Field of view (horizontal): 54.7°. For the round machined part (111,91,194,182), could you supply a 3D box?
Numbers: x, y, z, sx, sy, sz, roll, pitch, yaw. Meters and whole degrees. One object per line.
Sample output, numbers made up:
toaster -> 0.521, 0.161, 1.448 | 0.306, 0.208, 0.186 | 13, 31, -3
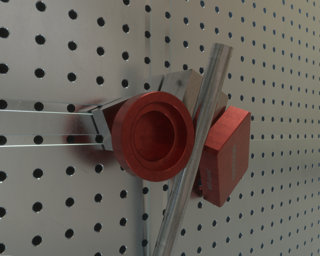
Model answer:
round machined part -> -0.011, 0.009, 0.349 | 0.099, 0.042, 0.097 | -1, 91, -37

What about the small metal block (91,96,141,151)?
small metal block -> -0.046, -0.006, 0.367 | 0.050, 0.025, 0.050 | -28, 108, -37

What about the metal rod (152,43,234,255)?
metal rod -> 0.035, 0.047, 0.383 | 0.025, 0.025, 0.298 | 8, 101, -40

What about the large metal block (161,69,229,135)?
large metal block -> 0.041, -0.023, 0.424 | 0.080, 0.050, 0.080 | 29, 72, -37

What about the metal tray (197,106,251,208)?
metal tray -> 0.095, 0.044, 0.449 | 0.090, 0.030, 0.129 | -46, 142, -30
